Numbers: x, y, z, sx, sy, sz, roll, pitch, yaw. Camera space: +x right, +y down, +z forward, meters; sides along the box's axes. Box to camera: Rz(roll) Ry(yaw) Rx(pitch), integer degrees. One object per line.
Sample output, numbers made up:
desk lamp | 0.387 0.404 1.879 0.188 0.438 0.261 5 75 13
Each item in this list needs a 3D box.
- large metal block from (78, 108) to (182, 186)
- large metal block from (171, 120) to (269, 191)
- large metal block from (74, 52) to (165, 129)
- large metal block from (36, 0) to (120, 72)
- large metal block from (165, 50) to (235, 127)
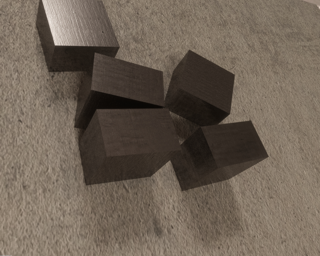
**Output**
large metal block | -0.036 0.021 0.338 0.081 0.080 0.050 -3 63 -30
large metal block | 0.071 0.035 0.387 0.081 0.080 0.050 -7 65 -32
large metal block | -0.049 -0.033 0.363 0.081 0.080 0.050 12 57 -23
large metal block | -0.109 -0.121 0.404 0.081 0.050 0.080 -8 66 -32
large metal block | 0.059 -0.055 0.455 0.080 0.050 0.080 26 53 -13
